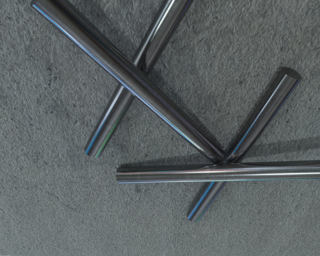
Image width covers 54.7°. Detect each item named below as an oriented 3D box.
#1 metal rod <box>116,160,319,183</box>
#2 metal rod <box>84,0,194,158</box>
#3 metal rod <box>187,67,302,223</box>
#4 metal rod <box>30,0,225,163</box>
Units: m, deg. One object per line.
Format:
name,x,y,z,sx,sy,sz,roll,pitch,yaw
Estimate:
metal rod,0.084,0.062,0.429,0.301,0.025,0.025,-4,131,15
metal rod,-0.022,-0.068,0.348,0.025,0.025,0.298,23,127,-18
metal rod,0.105,0.045,0.446,0.025,0.025,0.298,14,129,-12
metal rod,-0.008,-0.035,0.348,0.025,0.025,0.301,-30,133,23
